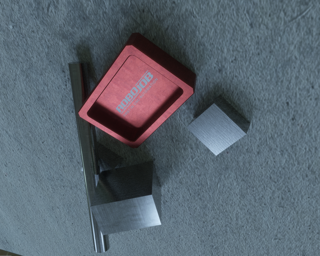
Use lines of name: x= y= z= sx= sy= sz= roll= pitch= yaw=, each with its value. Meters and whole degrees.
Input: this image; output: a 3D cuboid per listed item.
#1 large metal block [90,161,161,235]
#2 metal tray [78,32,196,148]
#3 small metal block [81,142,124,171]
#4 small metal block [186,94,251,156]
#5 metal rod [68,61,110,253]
large metal block: x=-0.043 y=0.096 z=0.435 sx=0.080 sy=0.080 sz=0.050 roll=-12 pitch=115 yaw=6
metal tray: x=-0.030 y=-0.038 z=0.376 sx=0.090 sy=0.030 sz=0.129 roll=33 pitch=129 yaw=-16
small metal block: x=-0.091 y=0.058 z=0.489 sx=0.050 sy=0.025 sz=0.050 roll=31 pitch=128 yaw=7
small metal block: x=0.069 y=-0.003 z=0.368 sx=0.050 sy=0.025 sz=0.050 roll=44 pitch=129 yaw=-3
metal rod: x=-0.102 y=0.054 z=0.457 sx=0.025 sy=0.025 sz=0.298 roll=6 pitch=111 yaw=25
